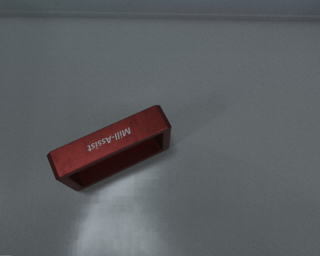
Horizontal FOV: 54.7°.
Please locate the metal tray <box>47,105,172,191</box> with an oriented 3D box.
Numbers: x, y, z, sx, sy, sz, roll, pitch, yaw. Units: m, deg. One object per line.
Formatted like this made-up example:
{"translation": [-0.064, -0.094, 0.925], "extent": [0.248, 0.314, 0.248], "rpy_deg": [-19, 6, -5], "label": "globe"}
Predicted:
{"translation": [-0.053, 0.027, 0.364], "extent": [0.131, 0.090, 0.030], "rpy_deg": [-25, 72, -9], "label": "metal tray"}
